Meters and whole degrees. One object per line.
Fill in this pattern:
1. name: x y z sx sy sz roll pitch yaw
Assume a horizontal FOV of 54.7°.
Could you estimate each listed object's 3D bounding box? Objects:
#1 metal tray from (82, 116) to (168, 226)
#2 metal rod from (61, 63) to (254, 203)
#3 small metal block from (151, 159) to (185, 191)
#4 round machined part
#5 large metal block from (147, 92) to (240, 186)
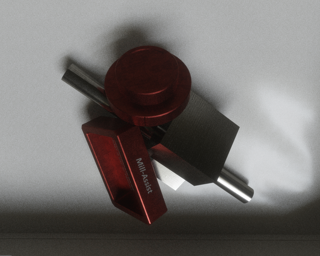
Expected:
1. metal tray: -0.046 0.052 0.395 0.030 0.090 0.129 -31 113 -33
2. metal rod: 0.006 0.014 0.415 0.301 0.025 0.025 35 106 -13
3. small metal block: 0.008 0.049 0.414 0.050 0.050 0.025 36 106 -13
4. round machined part: -0.014 -0.054 0.349 0.099 0.098 0.042 -2 151 0
5. large metal block: 0.039 0.014 0.381 0.080 0.050 0.080 35 63 -12
